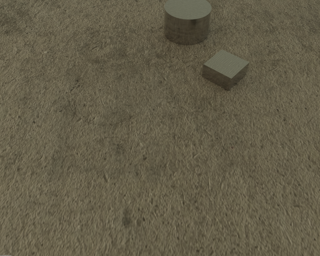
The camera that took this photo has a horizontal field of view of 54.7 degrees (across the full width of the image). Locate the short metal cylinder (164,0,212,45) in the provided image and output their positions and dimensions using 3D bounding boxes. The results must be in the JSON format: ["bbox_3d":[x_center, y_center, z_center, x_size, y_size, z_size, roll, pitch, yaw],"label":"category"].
[{"bbox_3d":[0.048,-0.191,0.548,0.081,0.050,0.080,0,50,0],"label":"short metal cylinder"}]

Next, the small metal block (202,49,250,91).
[{"bbox_3d":[0.101,-0.091,0.480,0.050,0.025,0.050,34,58,25],"label":"small metal block"}]
